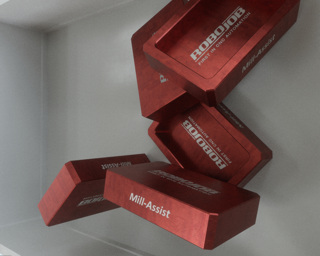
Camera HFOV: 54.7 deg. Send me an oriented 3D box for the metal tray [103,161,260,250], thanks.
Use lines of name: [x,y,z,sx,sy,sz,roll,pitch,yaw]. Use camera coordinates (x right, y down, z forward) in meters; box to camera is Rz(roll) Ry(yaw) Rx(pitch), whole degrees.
metal tray: [0.019,0.067,0.308,0.130,0.091,0.030,14,99,39]

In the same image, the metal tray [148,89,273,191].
metal tray: [0.051,0.016,0.361,0.130,0.030,0.090,50,119,28]

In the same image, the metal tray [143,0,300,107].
metal tray: [0.059,-0.094,0.305,0.090,0.030,0.130,39,79,27]

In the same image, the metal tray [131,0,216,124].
metal tray: [0.012,-0.082,0.371,0.090,0.030,0.130,-30,56,34]

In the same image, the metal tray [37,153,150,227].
metal tray: [-0.078,0.077,0.403,0.090,0.131,0.030,-51,60,28]
